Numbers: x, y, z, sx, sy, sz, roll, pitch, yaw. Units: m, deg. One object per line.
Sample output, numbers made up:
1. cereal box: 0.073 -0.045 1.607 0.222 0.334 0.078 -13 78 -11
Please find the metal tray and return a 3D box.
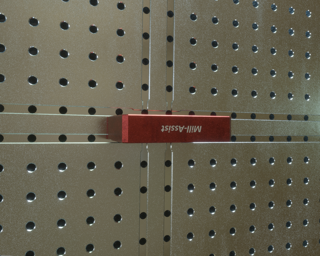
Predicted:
1. metal tray: 0.009 0.001 0.381 0.131 0.090 0.030 0 90 -20
